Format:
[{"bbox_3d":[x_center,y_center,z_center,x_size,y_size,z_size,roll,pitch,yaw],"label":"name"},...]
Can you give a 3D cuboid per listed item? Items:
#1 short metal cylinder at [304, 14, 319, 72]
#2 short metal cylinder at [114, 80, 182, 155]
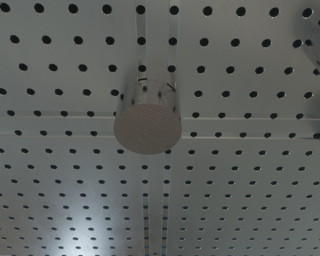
[{"bbox_3d":[0.201,-0.087,0.323,0.081,0.050,0.079,0,130,0],"label":"short metal cylinder"},{"bbox_3d":[-0.014,-0.013,0.384,0.081,0.050,0.079,0,130,0],"label":"short metal cylinder"}]
